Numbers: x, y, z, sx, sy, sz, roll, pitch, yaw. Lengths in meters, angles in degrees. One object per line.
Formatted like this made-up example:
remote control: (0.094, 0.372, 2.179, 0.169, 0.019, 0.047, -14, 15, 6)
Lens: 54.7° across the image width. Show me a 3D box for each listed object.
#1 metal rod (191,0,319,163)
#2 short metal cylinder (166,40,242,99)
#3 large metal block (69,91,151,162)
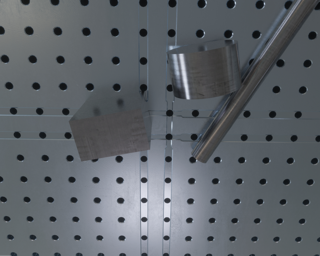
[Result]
metal rod: (0.129, -0.080, 0.384, 0.025, 0.025, 0.298, 29, 107, -10)
short metal cylinder: (0.051, -0.069, 0.359, 0.080, 0.080, 0.050, -9, 110, 3)
large metal block: (-0.055, -0.005, 0.381, 0.080, 0.080, 0.050, -10, 110, 3)
